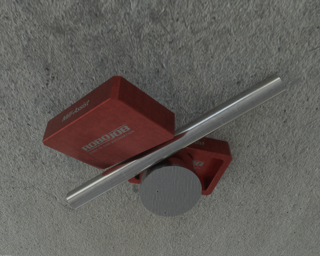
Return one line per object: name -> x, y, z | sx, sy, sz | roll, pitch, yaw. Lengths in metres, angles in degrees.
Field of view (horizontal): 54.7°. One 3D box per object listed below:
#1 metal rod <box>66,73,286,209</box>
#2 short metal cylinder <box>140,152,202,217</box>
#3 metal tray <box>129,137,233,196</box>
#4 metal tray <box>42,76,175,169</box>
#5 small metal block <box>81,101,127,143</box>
metal rod -> 0.013, 0.021, 0.387 | 0.300, 0.025, 0.025 | -30, 125, 9
short metal cylinder -> 0.012, 0.073, 0.422 | 0.081, 0.050, 0.079 | -2, 115, -5
metal tray -> 0.025, 0.049, 0.446 | 0.131, 0.030, 0.089 | 12, 129, -11
metal tray -> -0.059, 0.001, 0.354 | 0.130, 0.030, 0.090 | -26, 137, 35
small metal block -> -0.067, -0.011, 0.381 | 0.050, 0.050, 0.025 | 7, 129, -7
